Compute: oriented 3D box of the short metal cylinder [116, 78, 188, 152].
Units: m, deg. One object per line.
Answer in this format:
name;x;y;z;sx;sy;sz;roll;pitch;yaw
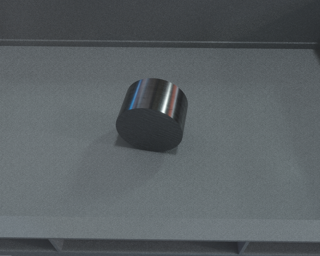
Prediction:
short metal cylinder;-0.009;-0.015;0.382;0.080;0.080;0.050;8;51;6
